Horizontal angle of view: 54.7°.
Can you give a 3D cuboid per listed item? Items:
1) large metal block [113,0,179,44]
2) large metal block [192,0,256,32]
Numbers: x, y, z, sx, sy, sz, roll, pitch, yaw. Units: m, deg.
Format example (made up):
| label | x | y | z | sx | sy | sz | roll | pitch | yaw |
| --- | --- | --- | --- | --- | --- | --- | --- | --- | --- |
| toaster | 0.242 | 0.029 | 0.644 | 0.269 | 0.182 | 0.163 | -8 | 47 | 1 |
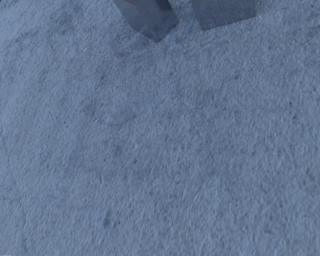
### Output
| label | x | y | z | sx | sy | sz | roll | pitch | yaw |
| --- | --- | --- | --- | --- | --- | --- | --- | --- | --- |
| large metal block | -0.026 | -0.195 | 0.500 | 0.050 | 0.080 | 0.080 | -46 | 52 | -4 |
| large metal block | 0.094 | -0.200 | 0.461 | 0.080 | 0.050 | 0.080 | -9 | 58 | 23 |
